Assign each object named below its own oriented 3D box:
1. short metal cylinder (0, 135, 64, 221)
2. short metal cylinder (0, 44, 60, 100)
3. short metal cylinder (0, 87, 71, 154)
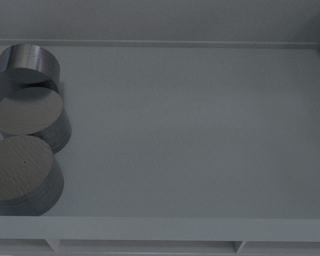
[{"bbox_3d":[-0.153,0.054,0.341,0.081,0.050,0.080,0,50,0],"label":"short metal cylinder"},{"bbox_3d":[-0.180,-0.067,0.423,0.081,0.080,0.050,-7,51,-6],"label":"short metal cylinder"},{"bbox_3d":[-0.158,-0.006,0.392,0.081,0.050,0.080,0,50,0],"label":"short metal cylinder"}]
